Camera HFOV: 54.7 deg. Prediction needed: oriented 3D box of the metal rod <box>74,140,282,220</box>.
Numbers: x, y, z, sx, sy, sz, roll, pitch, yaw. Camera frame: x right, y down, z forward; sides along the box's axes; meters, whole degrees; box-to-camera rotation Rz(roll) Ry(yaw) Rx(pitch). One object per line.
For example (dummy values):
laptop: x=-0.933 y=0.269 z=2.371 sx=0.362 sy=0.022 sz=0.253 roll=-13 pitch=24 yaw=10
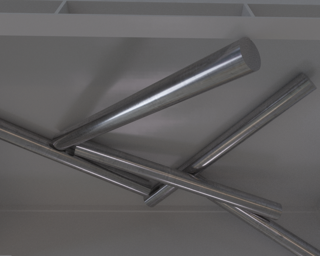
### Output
metal rod: x=0.029 y=0.073 z=0.440 sx=0.302 sy=0.025 sz=0.025 roll=19 pitch=128 yaw=-4

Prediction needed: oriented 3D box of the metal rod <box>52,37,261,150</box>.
metal rod: x=-0.037 y=-0.016 z=0.319 sx=0.025 sy=0.025 sz=0.299 roll=38 pitch=144 yaw=-28

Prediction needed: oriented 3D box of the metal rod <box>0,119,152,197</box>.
metal rod: x=-0.145 y=0.034 z=0.436 sx=0.301 sy=0.025 sz=0.025 roll=27 pitch=125 yaw=-21

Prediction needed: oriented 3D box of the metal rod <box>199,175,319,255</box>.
metal rod: x=0.179 y=0.159 z=0.458 sx=0.301 sy=0.025 sz=0.025 roll=32 pitch=128 yaw=9

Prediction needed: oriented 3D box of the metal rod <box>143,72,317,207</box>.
metal rod: x=0.079 y=0.032 z=0.436 sx=0.025 sy=0.025 sz=0.299 roll=33 pitch=123 yaw=-25
